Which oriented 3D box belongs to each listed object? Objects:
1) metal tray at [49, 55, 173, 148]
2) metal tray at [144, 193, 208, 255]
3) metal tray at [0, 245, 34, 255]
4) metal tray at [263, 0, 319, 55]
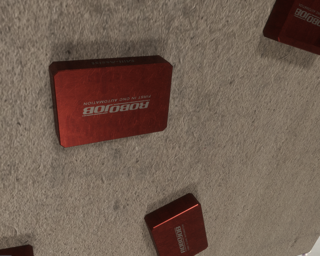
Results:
[{"bbox_3d":[-0.053,-0.032,0.356,0.131,0.030,0.089,-10,123,-24],"label":"metal tray"},{"bbox_3d":[0.032,0.182,0.536,0.091,0.030,0.129,-24,128,-14],"label":"metal tray"},{"bbox_3d":[-0.237,0.206,0.402,0.131,0.030,0.089,0,119,-29],"label":"metal tray"},{"bbox_3d":[0.214,-0.153,0.427,0.131,0.030,0.089,5,116,-31],"label":"metal tray"}]
